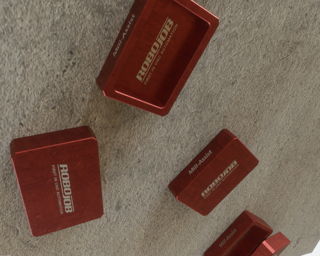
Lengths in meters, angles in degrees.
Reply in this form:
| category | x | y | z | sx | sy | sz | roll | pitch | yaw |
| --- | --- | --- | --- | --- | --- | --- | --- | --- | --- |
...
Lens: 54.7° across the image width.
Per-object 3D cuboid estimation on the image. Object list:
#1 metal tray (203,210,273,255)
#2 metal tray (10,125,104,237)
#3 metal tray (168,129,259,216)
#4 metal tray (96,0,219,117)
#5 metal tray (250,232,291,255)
| category | x | y | z | sx | sy | sz | roll | pitch | yaw |
| --- | --- | --- | --- | --- | --- | --- | --- | --- | --- |
| metal tray | 0.162 | 0.237 | 0.638 | 0.130 | 0.030 | 0.090 | -49 | 129 | 6 |
| metal tray | -0.121 | 0.066 | 0.379 | 0.091 | 0.030 | 0.129 | -12 | 124 | -22 |
| metal tray | 0.088 | 0.074 | 0.497 | 0.130 | 0.030 | 0.090 | -46 | 129 | 4 |
| metal tray | -0.003 | -0.085 | 0.349 | 0.091 | 0.030 | 0.129 | 19 | 109 | -36 |
| metal tray | 0.223 | 0.293 | 0.684 | 0.091 | 0.030 | 0.129 | 2 | 124 | -47 |
